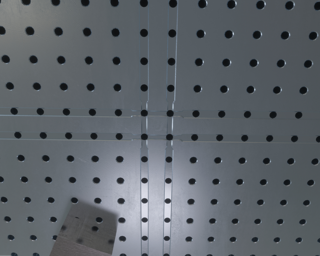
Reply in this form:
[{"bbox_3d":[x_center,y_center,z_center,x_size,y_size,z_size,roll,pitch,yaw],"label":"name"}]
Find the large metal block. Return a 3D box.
[{"bbox_3d":[-0.121,0.190,0.469,0.080,0.050,0.080,23,108,-8],"label":"large metal block"}]
